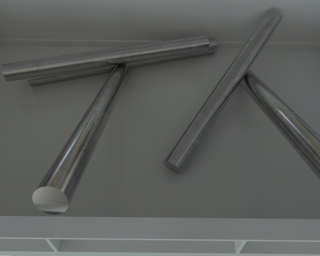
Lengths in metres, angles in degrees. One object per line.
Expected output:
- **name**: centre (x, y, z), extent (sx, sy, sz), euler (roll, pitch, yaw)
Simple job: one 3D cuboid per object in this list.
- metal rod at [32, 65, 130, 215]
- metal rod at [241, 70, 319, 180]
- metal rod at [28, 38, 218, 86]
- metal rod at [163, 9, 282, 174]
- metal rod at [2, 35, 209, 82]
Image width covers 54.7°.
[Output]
- **metal rod**: centre (-0.067, -0.018, 0.346), extent (0.025, 0.025, 0.300), euler (3, 27, 2)
- **metal rod**: centre (0.134, -0.016, 0.347), extent (0.025, 0.025, 0.300), euler (-2, 27, -2)
- **metal rod**: centre (-0.052, -0.107, 0.494), extent (0.302, 0.025, 0.025), euler (-13, 51, -11)
- **metal rod**: centre (0.097, -0.064, 0.426), extent (0.025, 0.025, 0.301), euler (27, 65, 21)
- **metal rod**: centre (-0.072, -0.107, 0.464), extent (0.302, 0.025, 0.025), euler (-11, 51, -11)
